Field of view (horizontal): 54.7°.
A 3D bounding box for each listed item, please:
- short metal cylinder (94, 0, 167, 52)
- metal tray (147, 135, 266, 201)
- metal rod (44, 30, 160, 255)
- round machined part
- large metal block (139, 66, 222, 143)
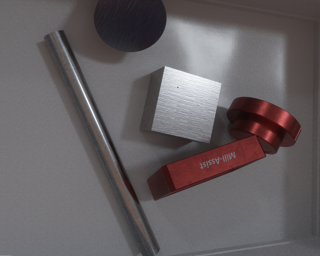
[{"bbox_3d":[-0.036,-0.137,0.362,0.081,0.050,0.079,-6,135,-6],"label":"short metal cylinder"},{"bbox_3d":[0.056,0.052,0.395,0.131,0.090,0.030,-16,76,-20],"label":"metal tray"},{"bbox_3d":[-0.068,0.027,0.386,0.025,0.025,0.299,-25,99,-19],"label":"metal rod"},{"bbox_3d":[0.135,0.002,0.423,0.098,0.098,0.042,34,79,-17],"label":"round machined part"},{"bbox_3d":[0.026,-0.028,0.408,0.081,0.050,0.080,13,86,-20],"label":"large metal block"}]
